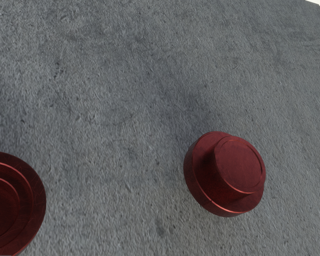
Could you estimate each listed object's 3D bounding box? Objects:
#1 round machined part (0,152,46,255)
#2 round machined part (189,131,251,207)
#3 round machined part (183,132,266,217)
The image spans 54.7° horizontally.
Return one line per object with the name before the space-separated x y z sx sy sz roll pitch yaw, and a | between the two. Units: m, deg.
round machined part | -0.153 0.072 0.267 0.099 0.042 0.098 14 56 -21
round machined part | 0.075 0.057 0.398 0.099 0.042 0.098 13 56 -21
round machined part | 0.080 0.048 0.353 0.099 0.042 0.098 13 56 -21
